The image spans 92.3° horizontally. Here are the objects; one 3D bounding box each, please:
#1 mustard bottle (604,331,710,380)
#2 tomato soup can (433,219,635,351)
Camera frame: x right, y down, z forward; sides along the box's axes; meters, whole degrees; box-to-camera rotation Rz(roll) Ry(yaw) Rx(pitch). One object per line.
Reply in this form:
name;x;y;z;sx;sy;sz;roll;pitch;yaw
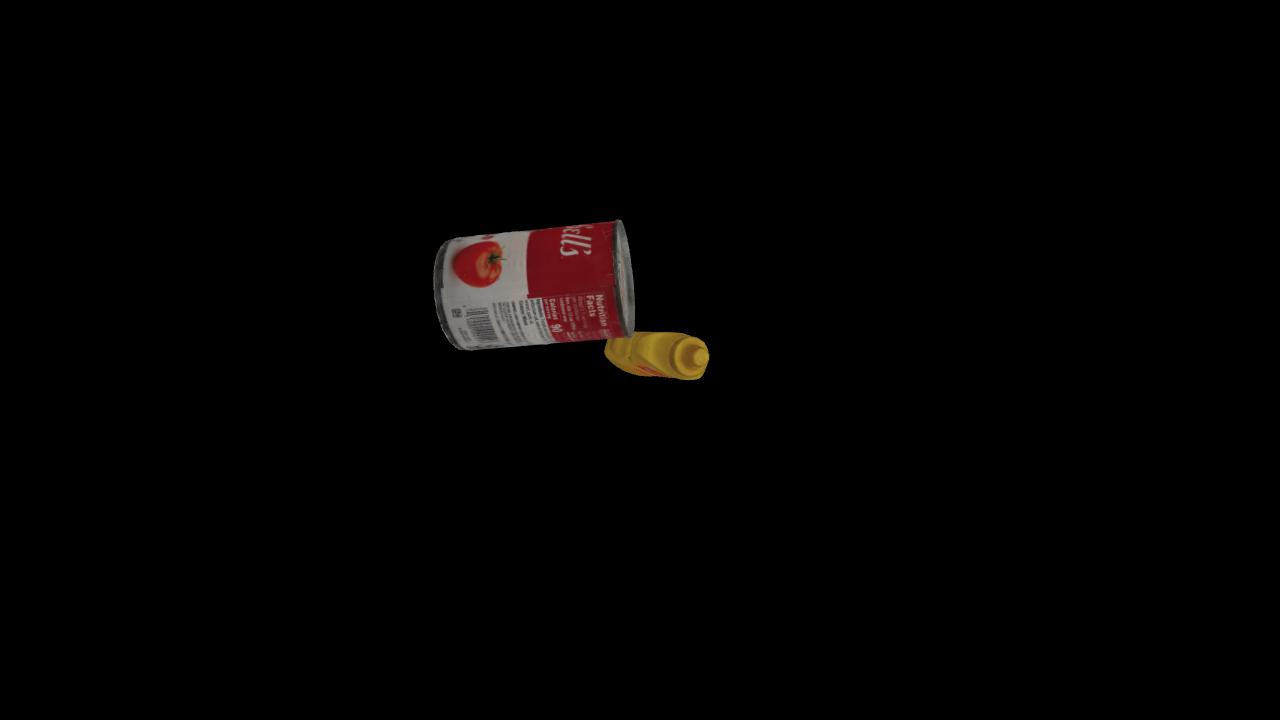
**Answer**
mustard bottle;0.029;-0.006;0.710;0.092;0.054;0.184;25;-8;-21
tomato soup can;-0.057;-0.041;0.353;0.101;0.068;0.068;-5;-1;6
